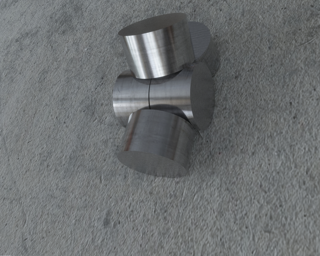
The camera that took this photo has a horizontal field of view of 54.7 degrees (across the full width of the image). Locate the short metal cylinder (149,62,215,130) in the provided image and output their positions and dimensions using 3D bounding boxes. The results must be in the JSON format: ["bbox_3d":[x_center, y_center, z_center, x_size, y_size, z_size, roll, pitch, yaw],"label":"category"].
[{"bbox_3d":[0.029,-0.037,0.376,0.050,0.080,0.080,0,62,29],"label":"short metal cylinder"}]

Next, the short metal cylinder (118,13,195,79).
[{"bbox_3d":[-0.003,-0.098,0.365,0.080,0.050,0.080,-12,29,7],"label":"short metal cylinder"}]

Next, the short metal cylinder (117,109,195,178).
[{"bbox_3d":[-0.004,0.020,0.359,0.080,0.080,0.050,0,62,28],"label":"short metal cylinder"}]

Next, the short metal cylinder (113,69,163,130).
[{"bbox_3d":[-0.016,-0.037,0.401,0.050,0.080,0.080,1,62,28],"label":"short metal cylinder"}]

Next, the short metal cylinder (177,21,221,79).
[{"bbox_3d":[0.039,-0.100,0.430,0.080,0.050,0.080,-13,56,20],"label":"short metal cylinder"}]
